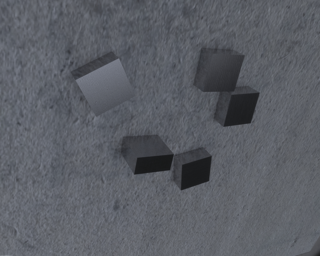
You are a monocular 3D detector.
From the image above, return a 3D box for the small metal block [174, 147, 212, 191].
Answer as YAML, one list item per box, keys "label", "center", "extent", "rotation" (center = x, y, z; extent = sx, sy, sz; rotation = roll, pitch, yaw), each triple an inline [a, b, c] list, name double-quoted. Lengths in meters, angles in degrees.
- label: "small metal block"
  center: [0.049, 0.062, 0.474]
  extent: [0.050, 0.025, 0.050]
  rotation: [-14, 124, -21]

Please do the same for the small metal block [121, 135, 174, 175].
- label: "small metal block"
  center: [-0.018, 0.033, 0.403]
  extent: [0.050, 0.050, 0.025]
  rotation: [-3, 120, -28]

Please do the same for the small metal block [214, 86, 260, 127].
- label: "small metal block"
  center: [0.111, -0.032, 0.450]
  extent: [0.050, 0.025, 0.050]
  rotation: [-7, 122, -25]

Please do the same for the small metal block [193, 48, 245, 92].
- label: "small metal block"
  center: [0.076, -0.075, 0.404]
  extent: [0.050, 0.025, 0.050]
  rotation: [-4, 121, -27]

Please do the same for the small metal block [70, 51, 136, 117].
- label: "small metal block"
  center: [-0.062, -0.049, 0.344]
  extent: [0.050, 0.025, 0.050]
  rotation: [-30, 129, -10]
